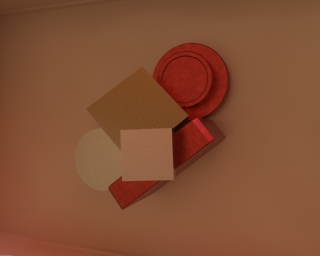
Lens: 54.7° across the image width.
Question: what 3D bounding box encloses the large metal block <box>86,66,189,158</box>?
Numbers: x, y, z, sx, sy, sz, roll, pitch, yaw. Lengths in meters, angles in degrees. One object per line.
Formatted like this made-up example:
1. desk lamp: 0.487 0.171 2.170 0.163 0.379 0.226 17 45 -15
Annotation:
1. large metal block: -0.025 -0.010 0.365 0.080 0.050 0.080 -39 76 -10

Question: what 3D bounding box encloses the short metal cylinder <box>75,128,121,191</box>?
1. short metal cylinder: -0.066 0.040 0.417 0.080 0.050 0.079 0 90 19

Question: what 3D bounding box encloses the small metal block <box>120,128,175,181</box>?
1. small metal block: -0.011 0.026 0.311 0.050 0.025 0.050 -2 89 6

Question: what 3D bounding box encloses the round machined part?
1. round machined part: 0.036 -0.058 0.386 0.098 0.042 0.097 0 90 19

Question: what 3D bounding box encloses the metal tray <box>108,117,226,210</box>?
1. metal tray: 0.012 0.040 0.369 0.130 0.090 0.030 -39 77 15
